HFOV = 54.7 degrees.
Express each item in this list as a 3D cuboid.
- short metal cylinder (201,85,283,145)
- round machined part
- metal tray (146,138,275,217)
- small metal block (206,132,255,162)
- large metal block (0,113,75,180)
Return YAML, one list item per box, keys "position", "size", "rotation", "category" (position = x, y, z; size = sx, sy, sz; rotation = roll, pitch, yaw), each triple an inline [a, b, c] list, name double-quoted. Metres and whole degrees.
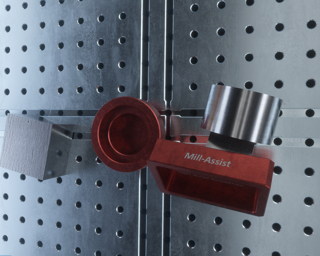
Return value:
- position: [0.091, -0.015, 0.351]
  size: [0.080, 0.080, 0.050]
  rotation: [15, 95, 19]
  category: "short metal cylinder"
- position: [-0.039, 0.008, 0.416]
  size: [0.098, 0.042, 0.097]
  rotation: [0, 90, 19]
  category: "round machined part"
- position: [0.057, 0.058, 0.357]
  size: [0.130, 0.090, 0.030]
  rotation: [10, 58, 19]
  category: "metal tray"
- position: [0.083, 0.030, 0.367]
  size: [0.050, 0.050, 0.025]
  rotation: [15, 74, 19]
  category: "small metal block"
- position: [-0.183, 0.025, 0.462]
  size: [0.080, 0.050, 0.079]
  rotation: [12, 94, 19]
  category: "large metal block"
